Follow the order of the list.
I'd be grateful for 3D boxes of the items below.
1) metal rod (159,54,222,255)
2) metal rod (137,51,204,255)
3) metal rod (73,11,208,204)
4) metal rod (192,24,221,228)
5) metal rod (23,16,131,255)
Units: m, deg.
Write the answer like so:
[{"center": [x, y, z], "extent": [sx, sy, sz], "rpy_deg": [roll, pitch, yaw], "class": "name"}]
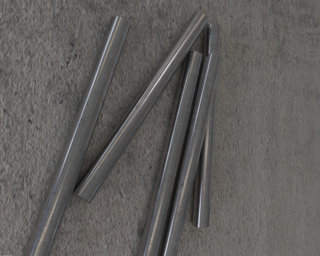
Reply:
[{"center": [0.041, 0.043, 0.426], "extent": [0.025, 0.025, 0.299], "rpy_deg": [19, 82, -39], "class": "metal rod"}, {"center": [0.015, 0.037, 0.416], "extent": [0.025, 0.025, 0.299], "rpy_deg": [23, 76, -38], "class": "metal rod"}, {"center": [-0.013, -0.042, 0.392], "extent": [0.025, 0.025, 0.300], "rpy_deg": [46, 62, -30], "class": "metal rod"}, {"center": [0.070, -0.006, 0.463], "extent": [0.025, 0.025, 0.298], "rpy_deg": [7, 86, -40], "class": "metal rod"}, {"center": [-0.088, 0.016, 0.330], "extent": [0.025, 0.025, 0.299], "rpy_deg": [27, 73, -37], "class": "metal rod"}]
